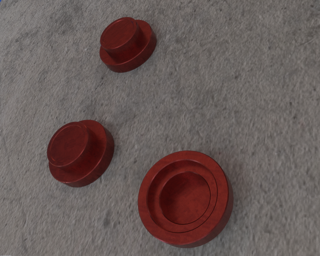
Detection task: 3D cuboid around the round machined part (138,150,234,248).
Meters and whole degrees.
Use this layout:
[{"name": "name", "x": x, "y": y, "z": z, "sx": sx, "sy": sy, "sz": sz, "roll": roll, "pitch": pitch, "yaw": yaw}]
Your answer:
[{"name": "round machined part", "x": 0.029, "y": 0.077, "z": 0.330, "sx": 0.098, "sy": 0.042, "sz": 0.098, "roll": -13, "pitch": 56, "yaw": 20}]

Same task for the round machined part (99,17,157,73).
[{"name": "round machined part", "x": -0.059, "y": -0.143, "z": 0.510, "sx": 0.098, "sy": 0.042, "sz": 0.098, "roll": -13, "pitch": 56, "yaw": 20}]

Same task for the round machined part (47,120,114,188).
[{"name": "round machined part", "x": -0.117, "y": 0.030, "z": 0.434, "sx": 0.098, "sy": 0.042, "sz": 0.098, "roll": -13, "pitch": 56, "yaw": 20}]
